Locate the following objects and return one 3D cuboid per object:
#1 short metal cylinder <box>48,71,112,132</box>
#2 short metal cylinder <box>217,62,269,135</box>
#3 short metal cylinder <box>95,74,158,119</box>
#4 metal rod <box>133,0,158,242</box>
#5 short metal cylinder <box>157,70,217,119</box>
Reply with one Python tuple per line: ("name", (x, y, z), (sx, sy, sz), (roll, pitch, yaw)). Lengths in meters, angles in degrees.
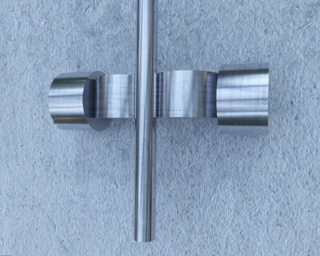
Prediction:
("short metal cylinder", (-0.103, -0.036, 0.417), (0.050, 0.080, 0.080), (1, 90, 20))
("short metal cylinder", (0.096, -0.032, 0.347), (0.050, 0.080, 0.080), (1, 90, 20))
("short metal cylinder", (-0.042, -0.037, 0.396), (0.080, 0.080, 0.050), (1, 91, 20))
("metal rod", (-0.016, -0.024, 0.350), (0.025, 0.025, 0.298), (1, 90, 20))
("short metal cylinder", (0.033, -0.037, 0.369), (0.080, 0.080, 0.050), (1, 91, 20))
